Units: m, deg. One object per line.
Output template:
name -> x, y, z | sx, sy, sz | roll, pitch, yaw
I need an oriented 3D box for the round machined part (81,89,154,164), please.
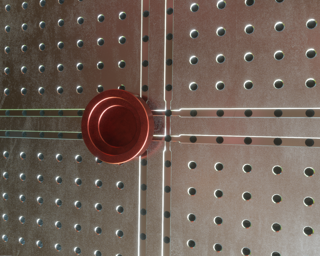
round machined part -> -0.053, -0.002, 0.421 | 0.098, 0.042, 0.097 | 0, 90, 19
